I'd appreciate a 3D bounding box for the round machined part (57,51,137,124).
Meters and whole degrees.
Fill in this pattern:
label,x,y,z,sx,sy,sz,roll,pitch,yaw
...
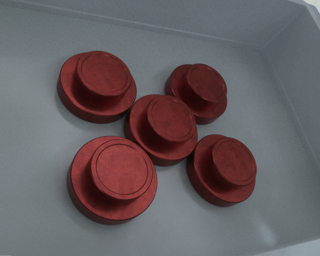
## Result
label,x,y,z,sx,sy,sz,roll,pitch,yaw
round machined part,-0.075,-0.058,0.389,0.099,0.042,0.098,14,56,-21

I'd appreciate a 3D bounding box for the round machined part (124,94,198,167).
label,x,y,z,sx,sy,sz,roll,pitch,yaw
round machined part,0.007,-0.003,0.399,0.099,0.042,0.098,14,56,-21

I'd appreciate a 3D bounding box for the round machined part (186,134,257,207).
label,x,y,z,sx,sy,sz,roll,pitch,yaw
round machined part,0.088,0.051,0.411,0.099,0.042,0.098,14,56,-21

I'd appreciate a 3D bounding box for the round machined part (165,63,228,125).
label,x,y,z,sx,sy,sz,roll,pitch,yaw
round machined part,0.060,-0.057,0.462,0.099,0.042,0.098,14,56,-21

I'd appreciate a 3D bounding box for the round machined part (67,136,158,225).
label,x,y,z,sx,sy,sz,roll,pitch,yaw
round machined part,-0.047,0.051,0.337,0.099,0.042,0.098,14,56,-21
